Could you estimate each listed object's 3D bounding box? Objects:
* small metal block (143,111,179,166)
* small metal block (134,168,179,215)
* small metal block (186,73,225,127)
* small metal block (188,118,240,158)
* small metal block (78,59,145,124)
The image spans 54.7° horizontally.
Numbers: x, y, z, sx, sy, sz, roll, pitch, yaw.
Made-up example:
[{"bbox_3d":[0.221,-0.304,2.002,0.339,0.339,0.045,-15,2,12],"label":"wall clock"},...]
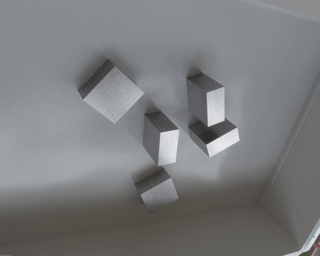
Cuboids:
[{"bbox_3d":[0.000,0.013,0.402,0.025,0.050,0.050,-10,123,-23],"label":"small metal block"},{"bbox_3d":[-0.005,0.096,0.467,0.050,0.025,0.050,-28,128,-11],"label":"small metal block"},{"bbox_3d":[0.059,-0.038,0.403,0.025,0.050,0.050,-20,127,-17],"label":"small metal block"},{"bbox_3d":[0.076,0.008,0.441,0.050,0.050,0.025,-28,128,-11],"label":"small metal block"},{"bbox_3d":[-0.055,-0.041,0.354,0.050,0.025,0.050,-46,130,3],"label":"small metal block"}]
